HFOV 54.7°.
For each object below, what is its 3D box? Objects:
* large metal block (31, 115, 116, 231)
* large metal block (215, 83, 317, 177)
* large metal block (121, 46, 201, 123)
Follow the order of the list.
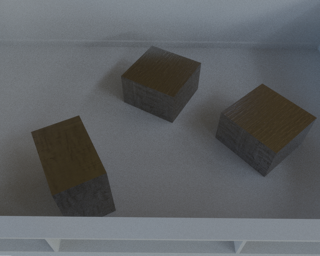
[{"bbox_3d":[-0.090,0.048,0.328,0.050,0.080,0.080,-22,54,-17],"label":"large metal block"},{"bbox_3d":[0.130,0.000,0.390,0.080,0.050,0.080,-33,58,-25],"label":"large metal block"},{"bbox_3d":[0.003,-0.064,0.443,0.080,0.050,0.080,24,54,18],"label":"large metal block"}]
